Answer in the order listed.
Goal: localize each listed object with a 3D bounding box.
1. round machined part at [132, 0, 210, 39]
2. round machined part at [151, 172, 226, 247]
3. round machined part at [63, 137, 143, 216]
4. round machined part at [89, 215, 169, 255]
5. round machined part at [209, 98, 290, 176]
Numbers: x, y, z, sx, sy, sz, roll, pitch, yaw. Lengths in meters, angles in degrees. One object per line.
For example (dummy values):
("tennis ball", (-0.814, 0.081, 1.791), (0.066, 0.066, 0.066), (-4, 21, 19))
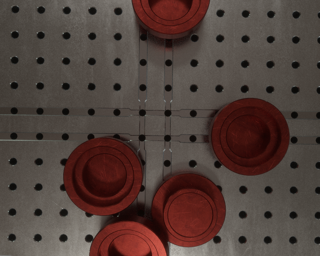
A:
("round machined part", (0.013, -0.165, 0.405), (0.099, 0.042, 0.097), (0, 90, -1))
("round machined part", (0.038, 0.108, 0.406), (0.099, 0.042, 0.097), (0, 90, -1))
("round machined part", (-0.071, 0.060, 0.404), (0.099, 0.042, 0.097), (0, 90, -1))
("round machined part", (-0.037, 0.159, 0.400), (0.099, 0.042, 0.097), (1, 96, 6))
("round machined part", (0.113, 0.011, 0.406), (0.099, 0.042, 0.097), (0, 90, -1))
